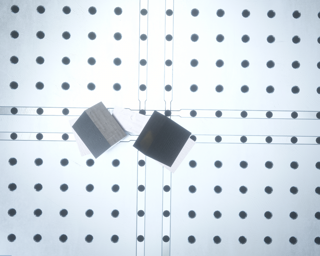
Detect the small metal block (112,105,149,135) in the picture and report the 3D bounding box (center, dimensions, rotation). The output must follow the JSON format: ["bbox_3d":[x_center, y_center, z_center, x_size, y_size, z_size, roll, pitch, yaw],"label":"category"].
[{"bbox_3d":[-0.035,-0.008,0.400,0.050,0.050,0.025,19,90,-1],"label":"small metal block"}]

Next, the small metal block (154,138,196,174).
[{"bbox_3d":[0.012,0.024,0.414,0.050,0.025,0.050,36,90,-1],"label":"small metal block"}]

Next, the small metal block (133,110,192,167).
[{"bbox_3d":[0.004,0.014,0.374,0.050,0.025,0.050,32,89,-45],"label":"small metal block"}]

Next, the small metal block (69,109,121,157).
[{"bbox_3d":[-0.086,0.005,0.412,0.050,0.025,0.050,-19,90,-1],"label":"small metal block"}]

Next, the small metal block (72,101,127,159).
[{"bbox_3d":[-0.074,0.004,0.372,0.025,0.050,0.050,-37,91,-39],"label":"small metal block"}]
